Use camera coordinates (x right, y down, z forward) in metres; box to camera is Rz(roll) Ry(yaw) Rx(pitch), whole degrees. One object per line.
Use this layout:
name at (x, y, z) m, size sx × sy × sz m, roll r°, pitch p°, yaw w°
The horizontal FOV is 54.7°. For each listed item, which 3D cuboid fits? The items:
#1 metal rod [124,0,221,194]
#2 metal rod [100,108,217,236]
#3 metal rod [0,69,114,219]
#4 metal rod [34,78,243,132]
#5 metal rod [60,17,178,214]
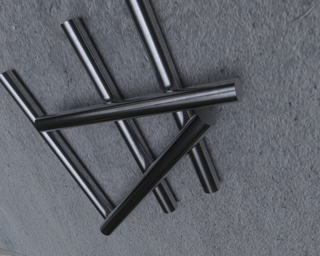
metal rod at (0.014, -0.048, 0.369) m, size 0.025 × 0.025 × 0.299 m, roll -11°, pitch 113°, yaw 33°
metal rod at (-0.019, 0.079, 0.432) m, size 0.025 × 0.025 × 0.298 m, roll 39°, pitch 129°, yaw 2°
metal rod at (-0.164, 0.038, 0.516) m, size 0.025 × 0.025 × 0.299 m, roll -23°, pitch 106°, yaw 36°
metal rod at (-0.049, -0.022, 0.385) m, size 0.300 × 0.025 × 0.025 m, roll -7°, pitch 115°, yaw 31°
metal rod at (-0.048, -0.005, 0.429) m, size 0.025 × 0.025 × 0.299 m, roll -15°, pitch 111°, yaw 34°
